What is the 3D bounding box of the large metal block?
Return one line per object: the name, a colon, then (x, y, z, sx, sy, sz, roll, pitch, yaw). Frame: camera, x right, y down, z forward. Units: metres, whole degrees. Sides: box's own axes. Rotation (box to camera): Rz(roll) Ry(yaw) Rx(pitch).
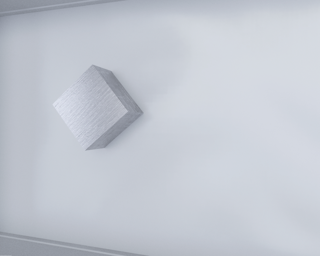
large metal block: (-0.084, -0.026, 0.426, 0.080, 0.050, 0.080, -41, 78, 15)
